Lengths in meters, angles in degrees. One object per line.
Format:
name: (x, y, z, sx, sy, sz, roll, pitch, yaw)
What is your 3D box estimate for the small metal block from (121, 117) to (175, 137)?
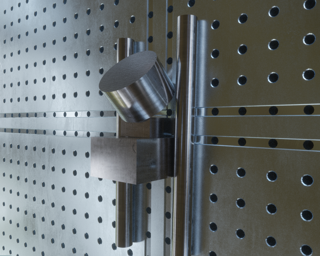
small metal block: (-0.016, -0.001, 0.406, 0.050, 0.050, 0.025, 2, 92, 39)

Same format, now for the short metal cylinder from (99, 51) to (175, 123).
short metal cylinder: (-0.028, -0.052, 0.388, 0.080, 0.050, 0.080, -21, 36, 16)

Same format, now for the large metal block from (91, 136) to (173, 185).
large metal block: (-0.031, 0.036, 0.396, 0.080, 0.081, 0.050, 1, 91, 40)

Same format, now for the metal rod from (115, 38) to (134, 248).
metal rod: (-0.051, 0.021, 0.452, 0.025, 0.025, 0.298, 1, 91, 40)

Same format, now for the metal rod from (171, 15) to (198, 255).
metal rod: (0.030, 0.013, 0.384, 0.025, 0.025, 0.298, 2, 92, 40)
